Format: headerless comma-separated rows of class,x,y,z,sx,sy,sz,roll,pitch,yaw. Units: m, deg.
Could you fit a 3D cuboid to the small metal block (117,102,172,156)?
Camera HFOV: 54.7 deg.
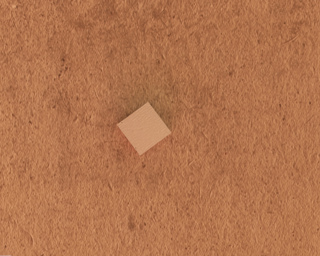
small metal block,-0.020,0.001,0.411,0.050,0.025,0.050,-37,90,0
